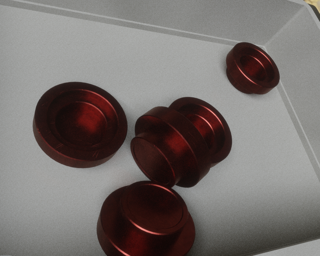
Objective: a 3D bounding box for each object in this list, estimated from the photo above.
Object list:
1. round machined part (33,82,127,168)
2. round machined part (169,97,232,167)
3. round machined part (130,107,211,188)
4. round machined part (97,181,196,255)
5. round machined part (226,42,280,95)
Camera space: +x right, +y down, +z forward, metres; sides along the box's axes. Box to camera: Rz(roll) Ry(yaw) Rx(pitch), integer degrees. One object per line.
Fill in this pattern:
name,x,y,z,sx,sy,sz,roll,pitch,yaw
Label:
round machined part,-0.090,0.000,0.347,0.099,0.042,0.098,14,56,-21
round machined part,0.043,0.010,0.412,0.099,0.042,0.098,15,54,-21
round machined part,0.005,0.028,0.347,0.042,0.098,0.098,-37,83,-31
round machined part,-0.010,0.091,0.311,0.099,0.042,0.098,15,31,-9
round machined part,0.156,-0.099,0.542,0.099,0.042,0.098,14,56,-21
